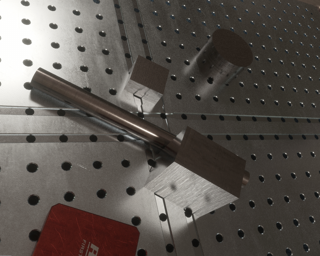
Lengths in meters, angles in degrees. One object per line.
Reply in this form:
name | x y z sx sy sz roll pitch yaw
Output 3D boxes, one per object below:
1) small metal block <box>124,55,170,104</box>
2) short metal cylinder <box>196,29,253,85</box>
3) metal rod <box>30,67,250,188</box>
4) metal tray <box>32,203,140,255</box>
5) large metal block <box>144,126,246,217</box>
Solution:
small metal block | -0.018 -0.069 0.442 0.050 0.025 0.050 24 53 -14
short metal cylinder | 0.109 -0.121 0.527 0.081 0.050 0.080 14 56 -21
metal rod | -0.015 0.005 0.397 0.301 0.025 0.025 27 52 -12
metal tray | -0.077 0.144 0.277 0.091 0.030 0.130 23 53 -15
large metal block | 0.040 0.054 0.363 0.080 0.080 0.050 30 52 -9
